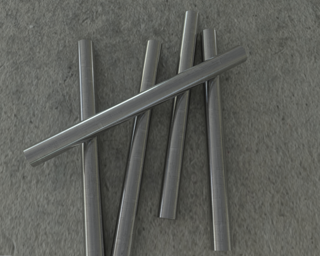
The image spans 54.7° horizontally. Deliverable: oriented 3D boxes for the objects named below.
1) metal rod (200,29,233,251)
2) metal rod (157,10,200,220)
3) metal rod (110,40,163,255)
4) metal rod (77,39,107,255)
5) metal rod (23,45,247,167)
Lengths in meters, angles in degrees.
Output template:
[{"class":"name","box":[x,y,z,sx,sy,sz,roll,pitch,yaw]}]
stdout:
[{"class":"metal rod","box":[0.072,0.001,0.408,0.025,0.025,0.299,0,70,0]},{"class":"metal rod","box":[0.028,-0.031,0.419,0.025,0.025,0.299,7,70,2]},{"class":"metal rod","box":[-0.027,0.018,0.401,0.025,0.025,0.299,7,70,2]},{"class":"metal rod","box":[-0.090,0.018,0.400,0.025,0.025,0.299,-6,70,-3]},{"class":"metal rod","box":[-0.022,-0.033,0.391,0.302,0.025,0.025,-27,73,-10]}]
